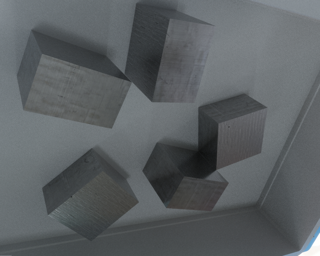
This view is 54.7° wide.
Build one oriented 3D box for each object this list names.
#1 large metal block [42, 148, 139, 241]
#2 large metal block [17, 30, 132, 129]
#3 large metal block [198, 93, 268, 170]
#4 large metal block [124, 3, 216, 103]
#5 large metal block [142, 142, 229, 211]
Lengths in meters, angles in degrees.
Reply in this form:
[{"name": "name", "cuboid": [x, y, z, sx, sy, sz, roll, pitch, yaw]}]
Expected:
[{"name": "large metal block", "cuboid": [-0.088, 0.087, 0.399, 0.080, 0.050, 0.080, -39, 130, -2]}, {"name": "large metal block", "cuboid": [-0.085, -0.047, 0.298, 0.081, 0.080, 0.050, 13, 112, -34]}, {"name": "large metal block", "cuboid": [0.104, 0.004, 0.454, 0.081, 0.050, 0.079, -17, 126, -19]}, {"name": "large metal block", "cuboid": [0.006, -0.080, 0.328, 0.050, 0.080, 0.079, -2, 119, -28]}, {"name": "large metal block", "cuboid": [0.034, 0.069, 0.436, 0.081, 0.080, 0.050, 14, 111, -35]}]
